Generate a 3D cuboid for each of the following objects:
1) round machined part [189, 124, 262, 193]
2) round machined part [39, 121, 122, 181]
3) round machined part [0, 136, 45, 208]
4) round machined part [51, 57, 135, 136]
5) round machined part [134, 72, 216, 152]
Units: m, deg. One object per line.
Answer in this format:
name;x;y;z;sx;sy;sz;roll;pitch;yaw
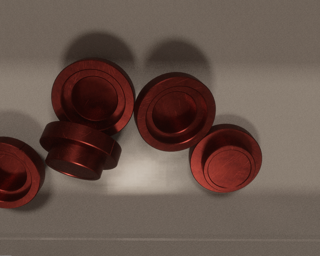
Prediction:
round machined part;0.090;0.047;0.421;0.099;0.042;0.097;0;110;-1
round machined part;-0.101;0.034;0.384;0.099;0.042;0.098;11;154;6
round machined part;-0.205;0.056;0.420;0.099;0.042;0.097;0;110;-1
round machined part;-0.080;-0.039;0.387;0.099;0.042;0.097;0;110;-1
round machined part;0.016;-0.023;0.386;0.099;0.042;0.097;-6;117;-13
